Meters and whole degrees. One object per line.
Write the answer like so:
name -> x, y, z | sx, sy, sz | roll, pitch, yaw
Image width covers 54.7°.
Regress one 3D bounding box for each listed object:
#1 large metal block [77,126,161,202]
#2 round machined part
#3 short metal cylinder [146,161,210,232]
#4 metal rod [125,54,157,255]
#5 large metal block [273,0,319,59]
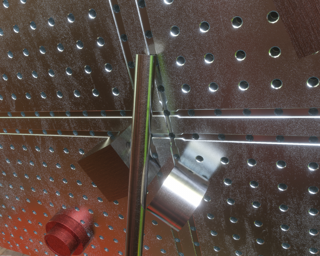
large metal block -> -0.061, 0.056, 0.462 | 0.080, 0.050, 0.080 | -27, 104, 37
round machined part -> -0.202, 0.233, 0.651 | 0.098, 0.042, 0.097 | 13, 124, 20
short metal cylinder -> 0.024, 0.091, 0.419 | 0.050, 0.080, 0.079 | 33, 129, 6
metal rod -> -0.028, 0.057, 0.405 | 0.025, 0.025, 0.298 | 11, 106, 22
large metal block -> 0.139, -0.115, 0.250 | 0.080, 0.050, 0.080 | -21, 108, 36
